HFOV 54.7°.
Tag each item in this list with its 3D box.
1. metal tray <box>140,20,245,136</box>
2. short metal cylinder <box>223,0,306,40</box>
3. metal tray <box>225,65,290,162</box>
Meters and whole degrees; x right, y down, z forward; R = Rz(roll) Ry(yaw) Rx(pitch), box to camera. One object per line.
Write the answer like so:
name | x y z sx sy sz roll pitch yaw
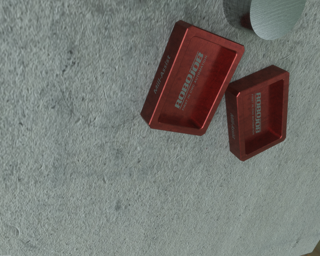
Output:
metal tray | 0.040 -0.057 0.390 0.091 0.030 0.129 9 114 -33
short metal cylinder | 0.123 -0.150 0.365 0.081 0.050 0.079 -14 124 -21
metal tray | 0.149 -0.020 0.472 0.091 0.030 0.129 -24 127 -14
